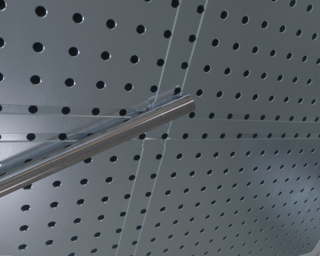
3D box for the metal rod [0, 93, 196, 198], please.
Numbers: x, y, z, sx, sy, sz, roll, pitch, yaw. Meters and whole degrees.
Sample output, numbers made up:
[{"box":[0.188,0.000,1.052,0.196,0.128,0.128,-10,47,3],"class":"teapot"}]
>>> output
[{"box":[-0.093,0.026,0.375,0.302,0.025,0.025,-24,127,-14],"class":"metal rod"}]
